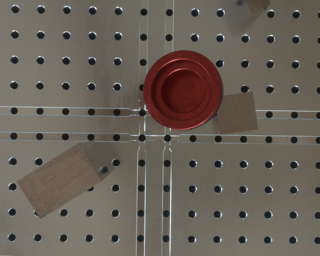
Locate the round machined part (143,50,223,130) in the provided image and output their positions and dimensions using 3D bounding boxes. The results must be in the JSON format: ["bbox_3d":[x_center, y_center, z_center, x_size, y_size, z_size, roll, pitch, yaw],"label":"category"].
[{"bbox_3d":[0.032,-0.046,0.396,0.098,0.042,0.097,-1,87,18],"label":"round machined part"}]

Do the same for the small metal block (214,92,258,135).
[{"bbox_3d":[0.099,-0.019,0.415,0.050,0.025,0.050,-8,90,-1],"label":"small metal block"}]

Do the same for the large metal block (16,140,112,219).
[{"bbox_3d":[-0.112,0.059,0.384,0.080,0.080,0.050,-32,90,0],"label":"large metal block"}]

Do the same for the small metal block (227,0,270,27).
[{"bbox_3d":[0.111,-0.167,0.402,0.025,0.050,0.050,-29,90,0],"label":"small metal block"}]
